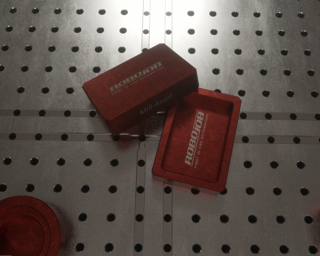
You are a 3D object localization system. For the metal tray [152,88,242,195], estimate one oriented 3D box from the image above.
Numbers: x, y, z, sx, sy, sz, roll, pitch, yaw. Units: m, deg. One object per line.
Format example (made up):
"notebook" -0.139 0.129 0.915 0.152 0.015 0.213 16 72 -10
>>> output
"metal tray" 0.049 0.013 0.404 0.090 0.030 0.130 14 70 4

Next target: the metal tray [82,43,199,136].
"metal tray" -0.026 -0.055 0.410 0.131 0.030 0.090 -30 48 -11

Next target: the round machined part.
"round machined part" -0.157 0.129 0.354 0.099 0.042 0.098 0 70 -1
